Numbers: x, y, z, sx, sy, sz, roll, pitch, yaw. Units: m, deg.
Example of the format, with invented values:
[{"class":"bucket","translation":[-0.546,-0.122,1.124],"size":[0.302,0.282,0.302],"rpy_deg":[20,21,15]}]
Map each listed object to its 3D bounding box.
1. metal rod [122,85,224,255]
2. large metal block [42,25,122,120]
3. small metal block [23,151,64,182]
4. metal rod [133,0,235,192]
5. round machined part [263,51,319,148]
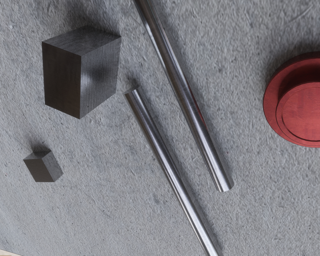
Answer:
[{"class":"metal rod","translation":[0.026,0.079,0.440],"size":[0.025,0.025,0.299],"rpy_deg":[-14,112,33]},{"class":"large metal block","translation":[-0.093,-0.070,0.375],"size":[0.050,0.080,0.079],"rpy_deg":[22,127,14]},{"class":"small metal block","translation":[-0.210,0.070,0.558],"size":[0.050,0.025,0.050],"rpy_deg":[-6,116,30]},{"class":"metal rod","translation":[0.025,-0.052,0.360],"size":[0.025,0.025,0.299],"rpy_deg":[-13,112,33]},{"class":"round machined part","translation":[0.152,-0.021,0.303],"size":[0.098,0.042,0.097],"rpy_deg":[13,124,20]}]
